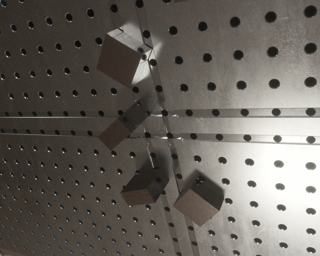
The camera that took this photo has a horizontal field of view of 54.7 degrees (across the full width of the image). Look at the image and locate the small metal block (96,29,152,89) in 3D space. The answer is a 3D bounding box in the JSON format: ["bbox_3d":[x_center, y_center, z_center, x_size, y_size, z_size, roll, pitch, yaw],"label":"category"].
[{"bbox_3d":[-0.045,-0.085,0.381,0.050,0.025,0.050,32,128,7],"label":"small metal block"}]

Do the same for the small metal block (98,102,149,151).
[{"bbox_3d":[-0.049,-0.003,0.417,0.025,0.050,0.050,47,129,-5],"label":"small metal block"}]

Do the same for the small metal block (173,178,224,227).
[{"bbox_3d":[0.055,0.108,0.448,0.050,0.025,0.050,37,129,3],"label":"small metal block"}]

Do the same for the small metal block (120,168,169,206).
[{"bbox_3d":[-0.022,0.087,0.459,0.050,0.050,0.025,-16,110,34],"label":"small metal block"}]

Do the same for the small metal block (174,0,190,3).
[{"bbox_3d":[0.037,-0.152,0.297,0.050,0.025,0.050,1,119,27],"label":"small metal block"}]
